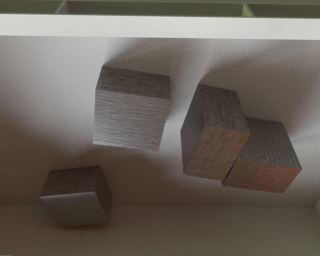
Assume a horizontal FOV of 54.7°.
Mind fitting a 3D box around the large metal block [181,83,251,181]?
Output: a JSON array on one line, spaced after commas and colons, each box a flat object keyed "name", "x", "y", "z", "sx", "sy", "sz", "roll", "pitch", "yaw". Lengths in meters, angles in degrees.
[{"name": "large metal block", "x": 0.062, "y": 0.005, "z": 0.377, "sx": 0.050, "sy": 0.080, "sz": 0.079, "roll": 11, "pitch": 129, "yaw": -9}]

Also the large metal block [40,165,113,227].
[{"name": "large metal block", "x": -0.126, "y": 0.107, "z": 0.483, "sx": 0.080, "sy": 0.050, "sz": 0.080, "roll": -6, "pitch": 130, "yaw": 5}]

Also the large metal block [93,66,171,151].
[{"name": "large metal block", "x": -0.035, "y": -0.022, "z": 0.374, "sx": 0.081, "sy": 0.050, "sz": 0.079, "roll": 7, "pitch": 130, "yaw": -7}]

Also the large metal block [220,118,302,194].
[{"name": "large metal block", "x": 0.121, "y": 0.032, "z": 0.400, "sx": 0.081, "sy": 0.080, "sz": 0.050, "roll": 9, "pitch": 132, "yaw": -8}]
